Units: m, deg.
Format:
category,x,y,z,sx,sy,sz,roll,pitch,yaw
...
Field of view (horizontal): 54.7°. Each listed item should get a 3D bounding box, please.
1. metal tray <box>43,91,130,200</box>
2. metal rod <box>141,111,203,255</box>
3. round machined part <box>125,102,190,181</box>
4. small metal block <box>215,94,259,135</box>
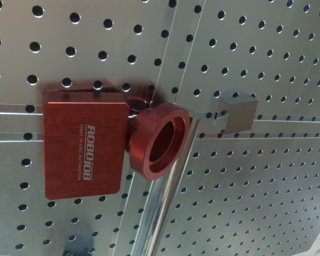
category,x,y,z,sx,sy,sz,roll,pitch,yaw
metal tray,-0.089,0.023,0.367,0.091,0.030,0.129,-1,119,-20
metal rod,0.011,0.113,0.488,0.025,0.025,0.298,1,118,-29
round machined part,-0.007,0.013,0.389,0.099,0.042,0.097,-41,145,-37
small metal block,0.114,-0.021,0.463,0.050,0.025,0.050,-9,123,-24
